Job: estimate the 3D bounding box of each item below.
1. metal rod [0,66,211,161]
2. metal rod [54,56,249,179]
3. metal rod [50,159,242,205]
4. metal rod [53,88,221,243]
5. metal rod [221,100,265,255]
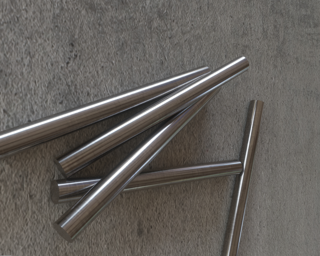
[{"bbox_3d":[-0.043,-0.030,0.368,0.302,0.025,0.025,-25,106,-37],"label":"metal rod"},{"bbox_3d":[0.010,-0.027,0.392,0.302,0.025,0.025,-31,110,-29],"label":"metal rod"},{"bbox_3d":[0.009,0.064,0.411,0.302,0.025,0.025,0,90,-40],"label":"metal rod"},{"bbox_3d":[-0.004,0.016,0.379,0.302,0.025,0.025,-43,117,-39],"label":"metal rod"},{"bbox_3d":[0.138,0.097,0.519,0.025,0.025,0.299,22,76,-38],"label":"metal rod"}]
